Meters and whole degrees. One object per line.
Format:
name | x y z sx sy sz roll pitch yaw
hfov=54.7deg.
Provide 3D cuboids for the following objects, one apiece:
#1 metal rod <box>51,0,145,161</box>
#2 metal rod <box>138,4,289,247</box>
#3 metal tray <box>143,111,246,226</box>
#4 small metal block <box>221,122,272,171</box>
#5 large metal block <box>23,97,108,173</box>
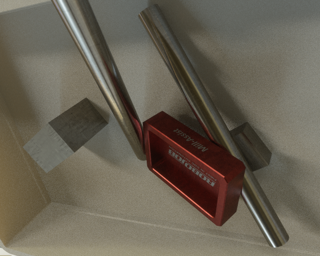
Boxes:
metal rod | -0.048 -0.041 0.318 0.025 0.025 0.299 15 153 20
metal rod | 0.062 0.001 0.347 0.025 0.025 0.299 -27 95 37
metal tray | 0.035 0.047 0.373 0.130 0.030 0.089 35 144 35
small metal block | 0.097 0.028 0.374 0.050 0.025 0.050 -33 101 38
large metal block | -0.136 0.010 0.449 0.080 0.080 0.050 -32 101 38
